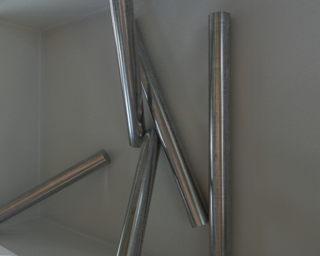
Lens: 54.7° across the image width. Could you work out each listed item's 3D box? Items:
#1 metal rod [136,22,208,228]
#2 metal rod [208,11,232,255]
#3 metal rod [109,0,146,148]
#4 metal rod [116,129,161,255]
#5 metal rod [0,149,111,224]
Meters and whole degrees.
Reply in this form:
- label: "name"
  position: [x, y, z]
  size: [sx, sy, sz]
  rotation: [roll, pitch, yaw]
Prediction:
- label: "metal rod"
  position: [0.000, -0.021, 0.404]
  size: [0.025, 0.025, 0.299]
  rotation: [-32, 71, 35]
- label: "metal rod"
  position: [0.068, 0.022, 0.349]
  size: [0.025, 0.025, 0.298]
  rotation: [0, 90, 39]
- label: "metal rod"
  position: [-0.038, -0.100, 0.345]
  size: [0.025, 0.025, 0.298]
  rotation: [29, 137, 36]
- label: "metal rod"
  position: [-0.031, 0.126, 0.324]
  size: [0.025, 0.025, 0.300]
  rotation: [-24, 40, 37]
- label: "metal rod"
  position: [-0.213, 0.116, 0.491]
  size: [0.301, 0.025, 0.025]
  rotation: [-29, 70, 6]
